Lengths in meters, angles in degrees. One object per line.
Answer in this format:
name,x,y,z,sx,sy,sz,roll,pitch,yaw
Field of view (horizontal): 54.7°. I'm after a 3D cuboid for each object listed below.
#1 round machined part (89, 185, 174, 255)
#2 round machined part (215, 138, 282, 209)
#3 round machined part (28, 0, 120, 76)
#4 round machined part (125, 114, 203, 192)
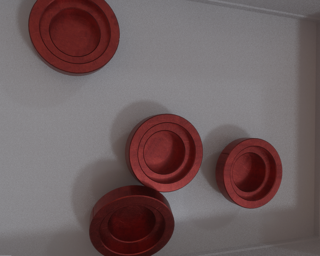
round machined part,-0.035,0.109,0.376,0.099,0.042,0.097,-4,115,-9
round machined part,0.123,0.062,0.447,0.099,0.042,0.097,0,90,-20
round machined part,-0.100,-0.110,0.364,0.099,0.042,0.097,0,90,-20
round machined part,0.002,0.031,0.402,0.099,0.042,0.097,0,90,-20
